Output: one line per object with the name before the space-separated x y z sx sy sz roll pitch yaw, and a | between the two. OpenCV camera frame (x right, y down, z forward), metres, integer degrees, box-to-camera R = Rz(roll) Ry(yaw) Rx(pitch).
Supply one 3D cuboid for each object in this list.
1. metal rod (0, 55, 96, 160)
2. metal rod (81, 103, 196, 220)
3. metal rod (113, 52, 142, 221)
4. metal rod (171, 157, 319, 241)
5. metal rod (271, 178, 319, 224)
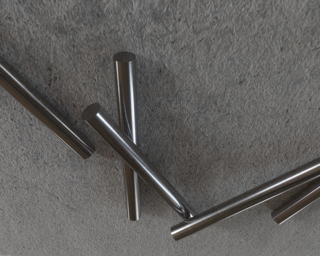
metal rod | -0.179 -0.063 0.351 0.025 0.025 0.300 -25 126 20
metal rod | -0.010 0.070 0.442 0.025 0.025 0.300 -21 135 17
metal rod | -0.042 0.035 0.436 0.025 0.025 0.298 1 130 -1
metal rod | 0.150 0.104 0.476 0.300 0.025 0.025 -30 124 15
metal rod | 0.281 0.059 0.459 0.025 0.025 0.298 24 126 -20
